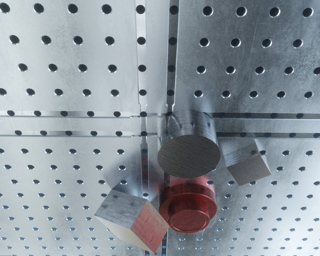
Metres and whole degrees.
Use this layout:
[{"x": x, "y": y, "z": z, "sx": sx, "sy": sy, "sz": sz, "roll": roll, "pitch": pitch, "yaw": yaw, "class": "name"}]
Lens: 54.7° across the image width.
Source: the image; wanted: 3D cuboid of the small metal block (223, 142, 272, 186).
[{"x": 0.130, "y": 0.055, "z": 0.459, "sx": 0.050, "sy": 0.025, "sz": 0.050, "roll": -25, "pitch": 126, "yaw": 19, "class": "small metal block"}]

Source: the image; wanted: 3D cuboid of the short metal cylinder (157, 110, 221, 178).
[{"x": 0.037, "y": 0.022, "z": 0.414, "sx": 0.081, "sy": 0.050, "sz": 0.079, "roll": 0, "pitch": 130, "yaw": 0, "class": "short metal cylinder"}]

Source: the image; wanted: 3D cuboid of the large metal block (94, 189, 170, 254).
[{"x": -0.044, "y": 0.150, "z": 0.499, "sx": 0.080, "sy": 0.050, "sz": 0.080, "roll": 5, "pitch": 139, "yaw": 39, "class": "large metal block"}]

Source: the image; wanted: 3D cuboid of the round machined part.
[{"x": 0.047, "y": 0.140, "z": 0.520, "sx": 0.099, "sy": 0.042, "sz": 0.097, "roll": 0, "pitch": 130, "yaw": 0, "class": "round machined part"}]
